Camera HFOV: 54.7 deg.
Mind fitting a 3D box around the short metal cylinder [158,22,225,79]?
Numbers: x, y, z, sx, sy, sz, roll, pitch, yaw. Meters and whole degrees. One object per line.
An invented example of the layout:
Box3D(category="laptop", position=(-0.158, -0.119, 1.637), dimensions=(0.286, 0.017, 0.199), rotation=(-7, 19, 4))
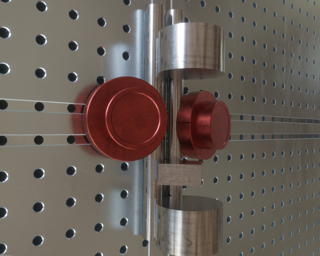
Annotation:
Box3D(category="short metal cylinder", position=(0.038, -0.090, 0.376), dimensions=(0.081, 0.080, 0.050), rotation=(1, 90, -40))

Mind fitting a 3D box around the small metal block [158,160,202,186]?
Box3D(category="small metal block", position=(0.027, 0.055, 0.385), dimensions=(0.050, 0.050, 0.025), rotation=(6, 85, -82))

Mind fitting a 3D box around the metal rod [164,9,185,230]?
Box3D(category="metal rod", position=(0.019, -0.009, 0.424), dimensions=(0.025, 0.025, 0.298), rotation=(1, 89, -40))

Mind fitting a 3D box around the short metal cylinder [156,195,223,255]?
Box3D(category="short metal cylinder", position=(0.035, 0.115, 0.375), dimensions=(0.081, 0.080, 0.050), rotation=(1, 90, -40))

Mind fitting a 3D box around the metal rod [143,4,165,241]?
Box3D(category="metal rod", position=(-0.008, -0.008, 0.401), dimensions=(0.025, 0.025, 0.298), rotation=(1, 89, -40))

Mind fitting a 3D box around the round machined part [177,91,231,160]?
Box3D(category="round machined part", position=(0.068, -0.004, 0.437), dimensions=(0.099, 0.042, 0.097), rotation=(-1, 91, -55))

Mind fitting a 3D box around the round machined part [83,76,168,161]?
Box3D(category="round machined part", position=(-0.034, -0.010, 0.353), dimensions=(0.099, 0.042, 0.097), rotation=(0, 90, -26))
